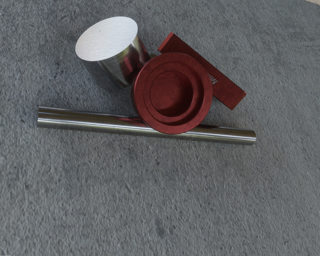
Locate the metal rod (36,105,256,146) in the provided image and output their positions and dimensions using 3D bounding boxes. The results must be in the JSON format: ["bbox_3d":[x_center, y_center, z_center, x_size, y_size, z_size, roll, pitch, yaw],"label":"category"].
[{"bbox_3d":[0.001,0.001,0.405,0.302,0.025,0.025,6,59,-25],"label":"metal rod"}]

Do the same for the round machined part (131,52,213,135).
[{"bbox_3d":[0.012,-0.043,0.387,0.099,0.042,0.097,-2,97,-16],"label":"round machined part"}]

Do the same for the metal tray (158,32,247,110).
[{"bbox_3d":[0.061,-0.083,0.452,0.130,0.030,0.090,39,13,-2],"label":"metal tray"}]

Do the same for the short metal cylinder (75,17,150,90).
[{"bbox_3d":[-0.058,-0.094,0.390,0.080,0.050,0.080,-10,52,13],"label":"short metal cylinder"}]

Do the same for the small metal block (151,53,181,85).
[{"bbox_3d":[-0.002,-0.069,0.428,0.050,0.050,0.025,21,54,-16],"label":"small metal block"}]
